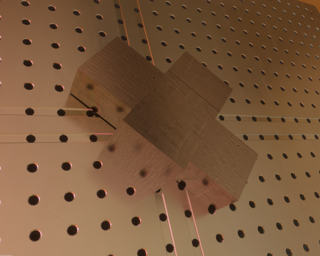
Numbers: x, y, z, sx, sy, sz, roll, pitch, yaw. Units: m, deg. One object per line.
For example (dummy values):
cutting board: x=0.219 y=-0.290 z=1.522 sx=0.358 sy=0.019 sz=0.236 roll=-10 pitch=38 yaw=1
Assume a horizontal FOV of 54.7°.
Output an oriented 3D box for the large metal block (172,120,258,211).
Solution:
large metal block: x=0.070 y=0.046 z=0.403 sx=0.080 sy=0.050 sz=0.080 roll=39 pitch=52 yaw=-2

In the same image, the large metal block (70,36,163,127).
large metal block: x=-0.053 y=-0.057 z=0.396 sx=0.080 sy=0.050 sz=0.080 roll=38 pitch=52 yaw=-3

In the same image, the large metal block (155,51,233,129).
large metal block: x=0.036 y=-0.042 z=0.420 sx=0.080 sy=0.080 sz=0.050 roll=39 pitch=51 yaw=-2

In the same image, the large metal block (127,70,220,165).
large metal block: x=0.012 y=-0.011 z=0.388 sx=0.080 sy=0.080 sz=0.050 roll=39 pitch=51 yaw=-2

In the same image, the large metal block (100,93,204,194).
large metal block: x=-0.011 y=0.021 z=0.356 sx=0.080 sy=0.080 sz=0.050 roll=39 pitch=51 yaw=-2
